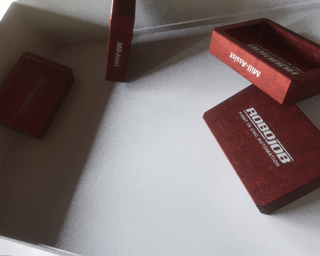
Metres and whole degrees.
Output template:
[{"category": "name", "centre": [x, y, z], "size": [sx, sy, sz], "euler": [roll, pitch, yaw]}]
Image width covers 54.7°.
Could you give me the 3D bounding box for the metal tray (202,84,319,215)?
[{"category": "metal tray", "centre": [0.114, 0.014, 0.334], "size": [0.090, 0.030, 0.130], "euler": [-31, 52, 8]}]

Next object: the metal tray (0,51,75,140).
[{"category": "metal tray", "centre": [-0.213, -0.056, 0.519], "size": [0.090, 0.030, 0.130], "euler": [21, 69, -1]}]

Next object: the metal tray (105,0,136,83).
[{"category": "metal tray", "centre": [-0.059, -0.141, 0.461], "size": [0.030, 0.129, 0.090], "euler": [6, 58, -10]}]

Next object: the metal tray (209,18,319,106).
[{"category": "metal tray", "centre": [0.131, -0.083, 0.356], "size": [0.091, 0.030, 0.130], "euler": [-19, 46, -24]}]
